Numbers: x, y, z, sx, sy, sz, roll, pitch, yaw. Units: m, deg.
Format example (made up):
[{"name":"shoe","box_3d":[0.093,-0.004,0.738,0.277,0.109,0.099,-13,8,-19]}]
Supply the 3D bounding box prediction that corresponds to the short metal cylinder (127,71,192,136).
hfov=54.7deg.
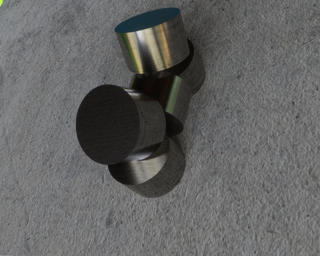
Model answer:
[{"name":"short metal cylinder","box_3d":[-0.004,-0.030,0.391,0.080,0.080,0.050,2,63,29]}]

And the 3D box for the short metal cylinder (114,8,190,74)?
[{"name":"short metal cylinder","box_3d":[-0.009,-0.107,0.376,0.080,0.050,0.080,-13,32,9]}]

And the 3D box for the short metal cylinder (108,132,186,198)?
[{"name":"short metal cylinder","box_3d":[-0.015,0.039,0.374,0.080,0.050,0.080,-13,56,21]}]

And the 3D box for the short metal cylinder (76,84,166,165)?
[{"name":"short metal cylinder","box_3d":[-0.041,-0.003,0.328,0.080,0.050,0.080,0,89,29]}]

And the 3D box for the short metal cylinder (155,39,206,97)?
[{"name":"short metal cylinder","box_3d":[0.018,-0.080,0.430,0.080,0.050,0.080,-13,56,21]}]
